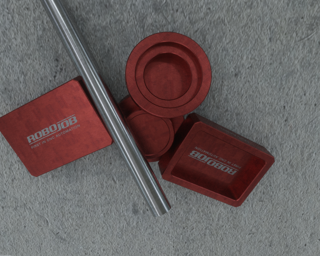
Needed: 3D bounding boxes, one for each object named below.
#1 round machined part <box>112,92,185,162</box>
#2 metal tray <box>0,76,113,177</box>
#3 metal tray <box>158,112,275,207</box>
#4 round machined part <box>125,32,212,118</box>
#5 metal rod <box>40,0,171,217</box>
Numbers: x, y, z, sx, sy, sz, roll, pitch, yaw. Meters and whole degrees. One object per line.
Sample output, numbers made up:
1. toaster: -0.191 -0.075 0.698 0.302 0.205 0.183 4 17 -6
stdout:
1. round machined part: -0.016 0.001 0.403 0.099 0.042 0.097 0 110 0
2. metal tray: -0.130 0.000 0.395 0.130 0.030 0.090 -23 106 17
3. metal tray: 0.075 0.046 0.414 0.131 0.030 0.090 25 108 -20
4. round machined part: 0.008 -0.060 0.368 0.099 0.042 0.097 0 88 -7
5. metal rod: -0.065 -0.032 0.363 0.025 0.025 0.299 -26 95 9
